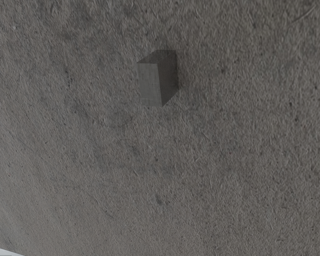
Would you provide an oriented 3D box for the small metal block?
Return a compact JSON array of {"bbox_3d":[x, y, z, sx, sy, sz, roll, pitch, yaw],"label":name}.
[{"bbox_3d":[-0.001,-0.058,0.356,0.025,0.050,0.050,8,122,24],"label":"small metal block"}]
